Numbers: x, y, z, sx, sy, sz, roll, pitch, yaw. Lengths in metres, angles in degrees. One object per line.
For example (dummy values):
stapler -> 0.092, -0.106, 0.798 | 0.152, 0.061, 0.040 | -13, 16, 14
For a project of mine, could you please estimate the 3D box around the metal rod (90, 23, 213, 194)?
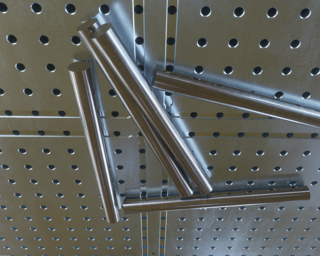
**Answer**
metal rod -> 0.008, 0.000, 0.397 | 0.025, 0.025, 0.300 | -21, 132, 16

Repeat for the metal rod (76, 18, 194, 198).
metal rod -> -0.016, -0.002, 0.409 | 0.025, 0.025, 0.299 | -18, 128, 14

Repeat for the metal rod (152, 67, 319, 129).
metal rod -> 0.138, -0.027, 0.390 | 0.302, 0.025, 0.025 | 12, 129, -11

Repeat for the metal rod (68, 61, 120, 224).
metal rod -> -0.087, 0.044, 0.447 | 0.025, 0.025, 0.298 | -2, 130, 1

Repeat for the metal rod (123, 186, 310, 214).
metal rod -> 0.090, 0.120, 0.515 | 0.302, 0.025, 0.025 | -5, 130, 3
